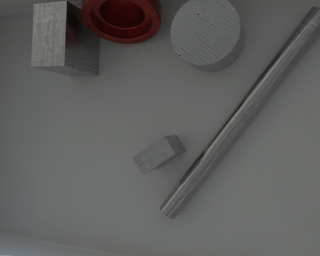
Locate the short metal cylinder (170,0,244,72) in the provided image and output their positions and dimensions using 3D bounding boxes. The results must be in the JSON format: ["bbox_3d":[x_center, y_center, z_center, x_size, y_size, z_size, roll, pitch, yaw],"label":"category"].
[{"bbox_3d":[0.059,-0.112,0.376,0.080,0.050,0.079,0,90,19],"label":"short metal cylinder"}]

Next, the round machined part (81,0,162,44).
[{"bbox_3d":[-0.047,-0.152,0.391,0.098,0.098,0.042,-4,70,19],"label":"round machined part"}]

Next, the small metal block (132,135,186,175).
[{"bbox_3d":[0.000,0.033,0.396,0.050,0.050,0.025,-34,79,16],"label":"small metal block"}]

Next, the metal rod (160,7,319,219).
[{"bbox_3d":[0.095,-0.009,0.376,0.025,0.025,0.299,39,102,15],"label":"metal rod"}]

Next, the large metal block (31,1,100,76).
[{"bbox_3d":[-0.125,-0.117,0.424,0.050,0.080,0.079,3,91,20],"label":"large metal block"}]
